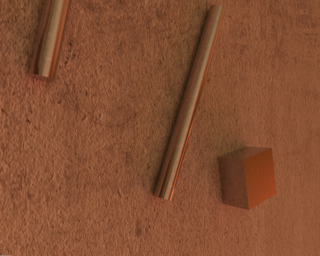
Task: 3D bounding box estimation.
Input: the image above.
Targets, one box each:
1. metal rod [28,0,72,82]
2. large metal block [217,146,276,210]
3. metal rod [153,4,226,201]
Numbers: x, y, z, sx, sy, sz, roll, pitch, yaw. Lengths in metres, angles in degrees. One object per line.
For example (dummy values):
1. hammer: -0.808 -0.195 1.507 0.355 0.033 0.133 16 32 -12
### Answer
1. metal rod: -0.094 -0.195 0.326 0.025 0.025 0.298 15 80 -39
2. large metal block: 0.145 0.079 0.513 0.081 0.050 0.079 -13 99 -40
3. metal rod: 0.046 -0.045 0.445 0.025 0.025 0.299 28 72 -37
